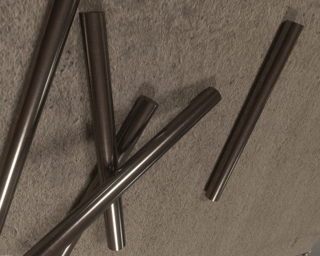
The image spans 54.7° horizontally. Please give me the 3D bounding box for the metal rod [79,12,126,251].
[{"bbox_3d":[-0.063,0.023,0.363,0.025,0.025,0.298,-12,116,-22],"label":"metal rod"}]

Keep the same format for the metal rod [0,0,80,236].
[{"bbox_3d":[-0.144,-0.001,0.328,0.025,0.025,0.298,13,112,-34],"label":"metal rod"}]

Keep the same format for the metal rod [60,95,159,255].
[{"bbox_3d":[-0.088,0.090,0.415,0.025,0.025,0.298,21,107,-36],"label":"metal rod"}]

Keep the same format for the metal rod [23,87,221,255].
[{"bbox_3d":[-0.030,0.048,0.366,0.301,0.025,0.025,-42,132,-22],"label":"metal rod"}]

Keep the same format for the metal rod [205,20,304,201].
[{"bbox_3d":[0.136,-0.013,0.475,0.025,0.025,0.298,6,115,-32],"label":"metal rod"}]
